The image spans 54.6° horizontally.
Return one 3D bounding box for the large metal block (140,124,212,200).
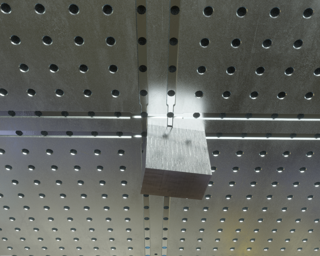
[{"bbox_3d":[0.019,0.044,0.413,0.080,0.080,0.050,7,130,-6],"label":"large metal block"}]
